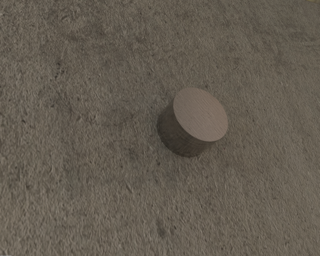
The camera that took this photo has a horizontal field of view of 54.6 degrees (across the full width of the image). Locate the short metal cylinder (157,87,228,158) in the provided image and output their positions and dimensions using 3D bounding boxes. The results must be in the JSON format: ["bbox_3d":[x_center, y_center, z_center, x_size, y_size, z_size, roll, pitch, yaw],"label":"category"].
[{"bbox_3d":[0.043,-0.007,0.414,0.081,0.050,0.080,13,56,-21],"label":"short metal cylinder"}]
